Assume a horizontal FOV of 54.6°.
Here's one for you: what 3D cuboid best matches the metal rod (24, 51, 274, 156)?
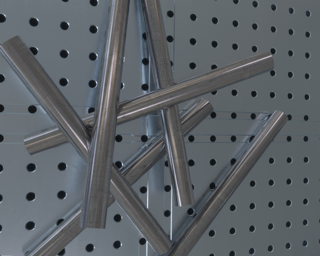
[{"bbox_3d":[-0.009,-0.030,0.367,0.301,0.025,0.025,-20,97,-3],"label":"metal rod"}]

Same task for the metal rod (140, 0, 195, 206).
[{"bbox_3d":[0.006,-0.053,0.395,0.025,0.025,0.299,-8,86,-20],"label":"metal rod"}]

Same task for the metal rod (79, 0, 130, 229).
[{"bbox_3d":[-0.057,-0.045,0.347,0.025,0.025,0.299,10,70,-20],"label":"metal rod"}]

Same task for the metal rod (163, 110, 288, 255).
[{"bbox_3d":[0.092,0.091,0.446,0.025,0.025,0.300,45,76,-15],"label":"metal rod"}]

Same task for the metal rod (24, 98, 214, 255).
[{"bbox_3d":[-0.043,0.064,0.396,0.301,0.025,0.025,-41,103,-15],"label":"metal rod"}]

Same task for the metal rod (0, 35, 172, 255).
[{"bbox_3d":[-0.071,0.036,0.350,0.025,0.025,0.299,-39,111,-16],"label":"metal rod"}]
